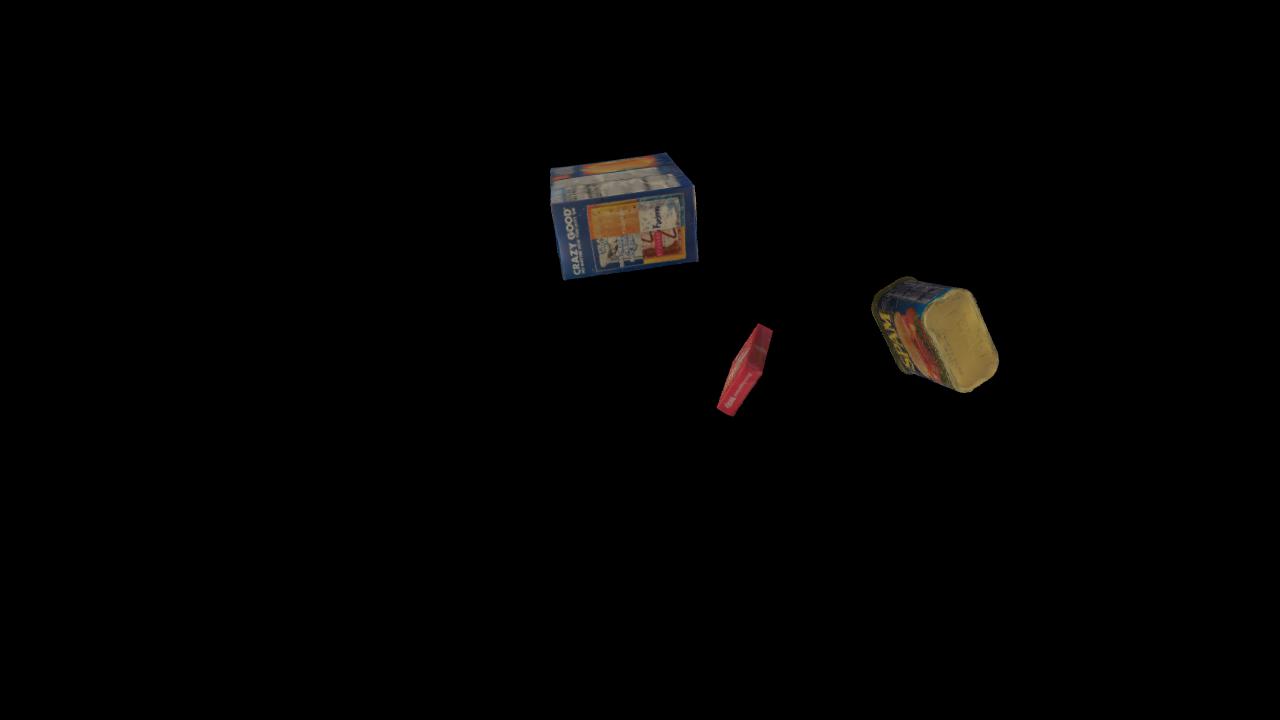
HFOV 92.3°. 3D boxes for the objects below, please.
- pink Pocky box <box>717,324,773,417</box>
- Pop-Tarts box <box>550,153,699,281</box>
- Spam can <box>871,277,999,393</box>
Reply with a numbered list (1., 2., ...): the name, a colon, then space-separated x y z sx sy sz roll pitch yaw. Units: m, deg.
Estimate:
1. pink Pocky box: 0.154 0.011 0.896 0.029 0.084 0.155 30 30 2
2. Pop-Tarts box: -0.022 -0.161 0.668 0.141 0.083 0.167 -8 29 -4
3. Spam can: 0.282 -0.025 0.588 0.058 0.101 0.085 -33 17 -2
